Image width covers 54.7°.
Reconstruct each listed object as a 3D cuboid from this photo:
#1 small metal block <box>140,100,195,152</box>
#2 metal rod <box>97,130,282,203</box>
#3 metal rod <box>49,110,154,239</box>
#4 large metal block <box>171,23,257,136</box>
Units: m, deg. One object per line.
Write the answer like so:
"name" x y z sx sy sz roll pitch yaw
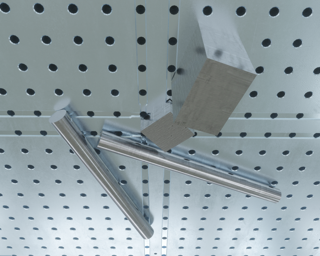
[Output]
"small metal block" 0.010 -0.001 0.411 0.050 0.025 0.050 -33 123 24
"metal rod" 0.054 0.063 0.465 0.302 0.025 0.025 19 127 -16
"metal rod" -0.077 0.090 0.487 0.025 0.025 0.299 -17 129 13
"large metal block" 0.051 -0.052 0.331 0.050 0.080 0.079 16 128 -13
